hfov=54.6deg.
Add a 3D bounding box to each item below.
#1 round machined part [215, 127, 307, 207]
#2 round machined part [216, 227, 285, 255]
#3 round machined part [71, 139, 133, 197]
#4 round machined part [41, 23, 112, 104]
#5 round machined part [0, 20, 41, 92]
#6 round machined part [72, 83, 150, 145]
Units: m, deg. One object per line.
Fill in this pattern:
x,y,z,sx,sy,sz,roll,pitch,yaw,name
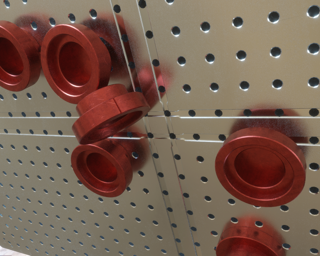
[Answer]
0.118,0.041,0.364,0.098,0.042,0.097,13,124,21,round machined part
0.129,0.196,0.453,0.098,0.042,0.097,13,124,21,round machined part
-0.085,0.056,0.480,0.098,0.042,0.097,13,124,21,round machined part
-0.102,-0.083,0.396,0.098,0.042,0.097,12,115,28,round machined part
-0.211,-0.105,0.447,0.098,0.042,0.097,13,124,21,round machined part
-0.065,-0.021,0.390,0.098,0.099,0.042,-35,80,38,round machined part
